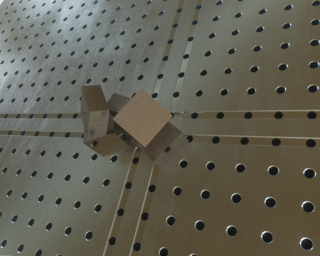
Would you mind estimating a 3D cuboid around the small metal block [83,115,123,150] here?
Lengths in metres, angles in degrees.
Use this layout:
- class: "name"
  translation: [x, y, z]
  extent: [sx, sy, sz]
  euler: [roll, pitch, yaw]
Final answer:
- class: "small metal block"
  translation: [-0.082, -0.001, 0.451]
  extent: [0.050, 0.025, 0.050]
  euler: [-18, 55, 17]

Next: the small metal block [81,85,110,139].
- class: "small metal block"
  translation: [-0.088, -0.022, 0.414]
  extent: [0.025, 0.050, 0.050]
  euler: [-7, 49, -22]

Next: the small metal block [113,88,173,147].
- class: "small metal block"
  translation: [-0.022, -0.012, 0.376]
  extent: [0.050, 0.025, 0.050]
  euler: [42, 83, -6]

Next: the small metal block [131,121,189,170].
- class: "small metal block"
  translation: [0.000, 0.016, 0.398]
  extent: [0.050, 0.025, 0.050]
  euler: [-46, 51, -4]

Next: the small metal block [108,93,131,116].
- class: "small metal block"
  translation: [-0.039, -0.019, 0.423]
  extent: [0.050, 0.050, 0.025]
  euler: [20, 73, 35]
